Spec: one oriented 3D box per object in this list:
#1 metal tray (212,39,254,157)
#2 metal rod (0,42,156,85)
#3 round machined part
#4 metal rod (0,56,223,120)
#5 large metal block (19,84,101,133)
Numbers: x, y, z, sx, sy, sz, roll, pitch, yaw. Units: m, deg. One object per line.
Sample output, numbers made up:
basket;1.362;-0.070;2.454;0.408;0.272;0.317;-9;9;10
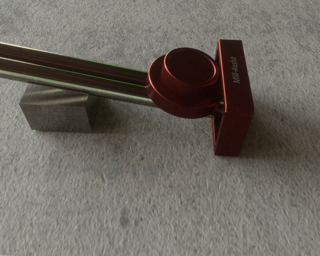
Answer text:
metal tray;0.087;-0.040;0.396;0.030;0.089;0.130;3;50;2
metal rod;-0.064;-0.070;0.404;0.302;0.025;0.025;10;50;-9
round machined part;0.035;-0.062;0.383;0.099;0.042;0.098;7;52;-9
metal rod;-0.066;-0.050;0.387;0.302;0.025;0.025;10;50;-8
large metal block;-0.128;-0.042;0.417;0.080;0.050;0.080;3;50;2
